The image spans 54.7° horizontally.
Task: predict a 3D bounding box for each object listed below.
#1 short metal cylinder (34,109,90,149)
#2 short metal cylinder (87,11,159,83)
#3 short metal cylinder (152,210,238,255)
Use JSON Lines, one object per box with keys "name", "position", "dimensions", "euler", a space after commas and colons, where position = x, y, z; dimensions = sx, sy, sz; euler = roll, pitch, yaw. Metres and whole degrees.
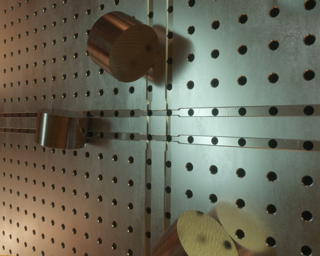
{"name": "short metal cylinder", "position": [-0.159, 0.000, 0.505], "dimensions": [0.080, 0.081, 0.050], "euler": [16, 100, 39]}
{"name": "short metal cylinder", "position": [-0.048, -0.108, 0.414], "dimensions": [0.050, 0.081, 0.079], "euler": [39, 114, 33]}
{"name": "short metal cylinder", "position": [0.039, 0.139, 0.342], "dimensions": [0.080, 0.081, 0.050], "euler": [51, 120, 28]}
